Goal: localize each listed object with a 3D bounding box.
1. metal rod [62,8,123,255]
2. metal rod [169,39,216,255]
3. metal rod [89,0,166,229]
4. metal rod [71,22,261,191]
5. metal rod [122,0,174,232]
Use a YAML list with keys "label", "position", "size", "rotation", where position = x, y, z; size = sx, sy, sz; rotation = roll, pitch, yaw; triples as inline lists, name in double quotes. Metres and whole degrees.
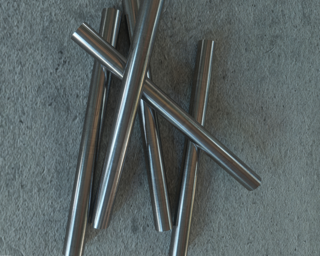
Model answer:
- label: "metal rod"
  position: [-0.082, 0.003, 0.378]
  size: [0.025, 0.025, 0.298]
  rotation: [10, 87, -20]
- label: "metal rod"
  position: [0.045, 0.028, 0.425]
  size: [0.025, 0.025, 0.298]
  rotation: [9, 87, -20]
- label: "metal rod"
  position: [-0.037, -0.023, 0.351]
  size: [0.025, 0.025, 0.298]
  rotation: [10, 103, -20]
- label: "metal rod"
  position: [0.019, -0.016, 0.387]
  size: [0.300, 0.025, 0.025]
  rotation: [40, 77, -16]
- label: "metal rod"
  position: [-0.015, -0.015, 0.403]
  size: [0.025, 0.025, 0.298]
  rotation: [-9, 93, -20]
